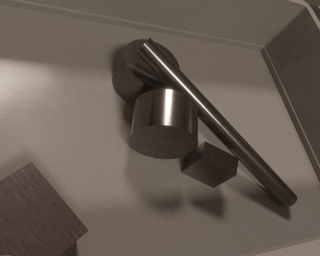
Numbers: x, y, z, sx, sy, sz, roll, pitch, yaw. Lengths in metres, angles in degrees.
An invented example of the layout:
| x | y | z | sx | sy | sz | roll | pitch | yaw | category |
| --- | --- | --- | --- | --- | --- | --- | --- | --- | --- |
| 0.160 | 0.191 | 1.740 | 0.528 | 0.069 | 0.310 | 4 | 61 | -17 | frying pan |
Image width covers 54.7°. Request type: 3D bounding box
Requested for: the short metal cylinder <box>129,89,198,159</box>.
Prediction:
| x | y | z | sx | sy | sz | roll | pitch | yaw | category |
| --- | --- | --- | --- | --- | --- | --- | --- | --- | --- |
| 0.006 | -0.003 | 0.376 | 0.081 | 0.080 | 0.050 | 17 | 55 | -19 | short metal cylinder |

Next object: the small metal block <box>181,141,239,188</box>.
| x | y | z | sx | sy | sz | roll | pitch | yaw | category |
| --- | --- | --- | --- | --- | --- | --- | --- | --- | --- |
| 0.063 | 0.048 | 0.396 | 0.050 | 0.050 | 0.025 | 27 | 52 | -12 | small metal block |

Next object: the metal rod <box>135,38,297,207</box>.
| x | y | z | sx | sy | sz | roll | pitch | yaw | category |
| --- | --- | --- | --- | --- | --- | --- | --- | --- | --- |
| 0.083 | 0.002 | 0.411 | 0.300 | 0.025 | 0.025 | 45 | 50 | -14 | metal rod |

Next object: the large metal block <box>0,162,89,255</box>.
| x | y | z | sx | sy | sz | roll | pitch | yaw | category |
| --- | --- | --- | --- | --- | --- | --- | --- | --- | --- |
| -0.124 | 0.090 | 0.268 | 0.080 | 0.050 | 0.080 | 48 | 51 | 5 | large metal block |

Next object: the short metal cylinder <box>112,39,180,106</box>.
| x | y | z | sx | sy | sz | roll | pitch | yaw | category |
| --- | --- | --- | --- | --- | --- | --- | --- | --- | --- |
| -0.020 | -0.074 | 0.426 | 0.081 | 0.050 | 0.080 | 14 | 56 | -21 | short metal cylinder |
